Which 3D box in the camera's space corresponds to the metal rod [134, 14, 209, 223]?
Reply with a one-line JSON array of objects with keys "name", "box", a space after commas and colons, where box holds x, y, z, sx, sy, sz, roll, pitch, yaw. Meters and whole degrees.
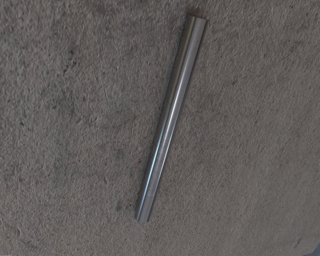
[{"name": "metal rod", "box": [0.008, 0.005, 0.413, 0.025, 0.025, 0.298, 1, 118, -29]}]
